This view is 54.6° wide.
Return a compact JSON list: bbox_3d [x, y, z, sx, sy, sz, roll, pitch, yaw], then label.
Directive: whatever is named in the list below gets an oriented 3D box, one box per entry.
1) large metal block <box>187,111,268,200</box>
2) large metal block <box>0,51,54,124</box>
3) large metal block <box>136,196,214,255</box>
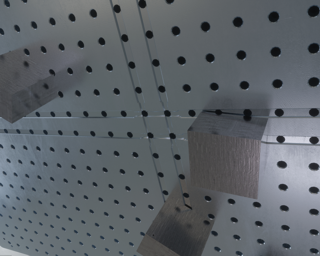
[{"bbox_3d":[0.082,0.031,0.371,0.080,0.050,0.080,8,122,24],"label":"large metal block"},{"bbox_3d":[-0.216,-0.062,0.452,0.080,0.080,0.050,29,128,10],"label":"large metal block"},{"bbox_3d":[0.024,0.163,0.464,0.080,0.080,0.050,30,128,9],"label":"large metal block"}]
